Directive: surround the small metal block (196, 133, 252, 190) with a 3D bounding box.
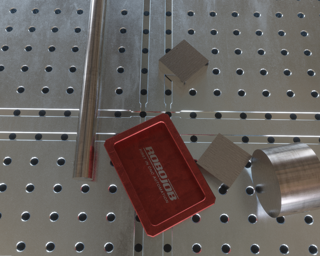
[{"bbox_3d":[0.080,0.043,0.397,0.050,0.025,0.050,36,74,12],"label":"small metal block"}]

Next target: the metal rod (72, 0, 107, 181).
[{"bbox_3d":[-0.096,-0.077,0.438,0.025,0.025,0.299,0,70,0],"label":"metal rod"}]

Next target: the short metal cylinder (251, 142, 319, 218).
[{"bbox_3d":[0.147,0.060,0.362,0.050,0.080,0.080,-10,71,-4],"label":"short metal cylinder"}]

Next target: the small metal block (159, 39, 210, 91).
[{"bbox_3d":[0.034,-0.091,0.445,0.050,0.025,0.050,-42,76,-14],"label":"small metal block"}]

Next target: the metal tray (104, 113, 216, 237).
[{"bbox_3d":[-0.002,0.057,0.388,0.091,0.030,0.130,-26,72,-10],"label":"metal tray"}]
